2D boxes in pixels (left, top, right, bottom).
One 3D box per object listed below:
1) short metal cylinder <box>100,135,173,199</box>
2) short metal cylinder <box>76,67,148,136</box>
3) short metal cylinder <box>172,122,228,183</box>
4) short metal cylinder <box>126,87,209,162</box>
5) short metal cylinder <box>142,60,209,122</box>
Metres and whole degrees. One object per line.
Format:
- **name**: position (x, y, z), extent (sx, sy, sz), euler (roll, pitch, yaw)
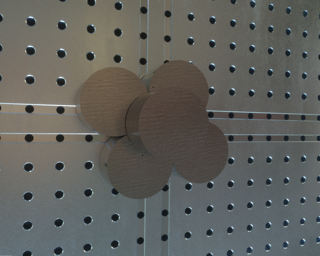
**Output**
- **short metal cylinder**: position (-0.031, 0.044, 0.388), extent (0.081, 0.050, 0.079), euler (0, 90, -21)
- **short metal cylinder**: position (-0.059, -0.030, 0.377), extent (0.081, 0.050, 0.079), euler (0, 90, -21)
- **short metal cylinder**: position (0.044, 0.030, 0.416), extent (0.081, 0.050, 0.079), euler (0, 90, -21)
- **short metal cylinder**: position (0.007, -0.004, 0.348), extent (0.081, 0.050, 0.079), euler (-1, 92, -21)
- **short metal cylinder**: position (0.016, -0.044, 0.406), extent (0.081, 0.050, 0.079), euler (0, 90, -21)
